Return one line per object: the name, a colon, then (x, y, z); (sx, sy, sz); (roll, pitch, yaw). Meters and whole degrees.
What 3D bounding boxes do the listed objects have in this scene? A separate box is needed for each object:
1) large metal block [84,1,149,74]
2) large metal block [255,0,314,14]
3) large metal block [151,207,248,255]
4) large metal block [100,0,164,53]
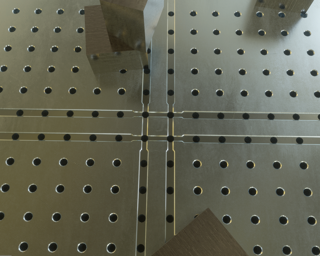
large metal block: (-0.061, -0.129, 0.445); (0.080, 0.050, 0.080); (-6, 70, -2)
large metal block: (0.196, -0.225, 0.466); (0.080, 0.080, 0.050); (11, 71, 4)
large metal block: (0.047, 0.148, 0.345); (0.080, 0.050, 0.080); (-37, 74, -12)
large metal block: (-0.030, -0.155, 0.386); (0.050, 0.080, 0.080); (16, 71, 5)
